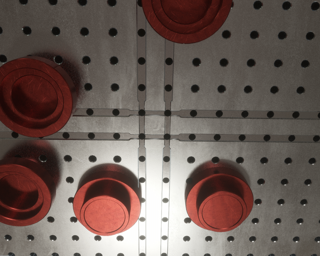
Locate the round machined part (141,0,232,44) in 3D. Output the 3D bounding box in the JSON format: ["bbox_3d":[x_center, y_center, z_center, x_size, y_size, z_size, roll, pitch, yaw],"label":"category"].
[{"bbox_3d":[0.029,-0.147,0.351,0.099,0.042,0.097,0,110,-1],"label":"round machined part"}]

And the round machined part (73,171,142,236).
[{"bbox_3d":[-0.076,0.115,0.446,0.099,0.042,0.097,0,110,-1],"label":"round machined part"}]

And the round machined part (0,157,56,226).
[{"bbox_3d":[-0.195,0.085,0.433,0.099,0.042,0.097,0,110,-1],"label":"round machined part"}]

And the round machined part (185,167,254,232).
[{"bbox_3d":[0.086,0.109,0.446,0.099,0.042,0.097,0,110,-1],"label":"round machined part"}]

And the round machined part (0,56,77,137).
[{"bbox_3d":[-0.153,-0.041,0.387,0.099,0.042,0.097,0,110,-1],"label":"round machined part"}]
